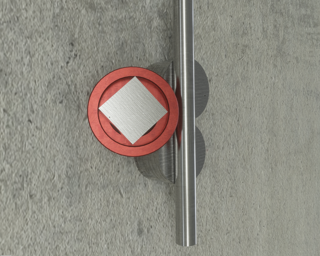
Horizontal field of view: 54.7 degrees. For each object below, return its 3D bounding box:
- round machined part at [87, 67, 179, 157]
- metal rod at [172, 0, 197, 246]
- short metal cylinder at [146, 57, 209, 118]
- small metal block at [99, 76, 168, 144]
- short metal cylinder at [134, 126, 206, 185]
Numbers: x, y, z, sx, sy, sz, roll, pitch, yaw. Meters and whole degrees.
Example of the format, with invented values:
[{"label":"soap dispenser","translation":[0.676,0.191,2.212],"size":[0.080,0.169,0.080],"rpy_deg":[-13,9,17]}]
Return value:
[{"label":"round machined part","translation":[-0.031,-0.017,0.352],"size":[0.099,0.042,0.097],"rpy_deg":[0,88,-11]},{"label":"metal rod","translation":[0.029,-0.014,0.366],"size":[0.025,0.025,0.298],"rpy_deg":[-1,91,-40]},{"label":"short metal cylinder","translation":[0.019,-0.050,0.406],"size":[0.081,0.050,0.079],"rpy_deg":[0,90,-40]},{"label":"small metal block","translation":[-0.029,-0.018,0.329],"size":[0.050,0.025,0.050],"rpy_deg":[-44,96,-10]},{"label":"short metal cylinder","translation":[0.013,0.031,0.400],"size":[0.081,0.050,0.080],"rpy_deg":[1,89,-40]}]
